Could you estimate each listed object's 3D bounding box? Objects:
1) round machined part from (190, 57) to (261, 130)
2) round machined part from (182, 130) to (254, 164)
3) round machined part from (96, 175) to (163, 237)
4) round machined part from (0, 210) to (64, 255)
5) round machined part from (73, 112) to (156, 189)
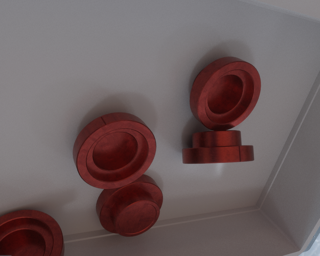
[{"bbox_3d":[0.082,-0.048,0.414,0.099,0.042,0.097,-14,123,-21],"label":"round machined part"},{"bbox_3d":[0.080,0.027,0.436,0.099,0.098,0.042,0,84,-29],"label":"round machined part"},{"bbox_3d":[-0.039,0.119,0.451,0.099,0.042,0.097,-14,125,-21],"label":"round machined part"},{"bbox_3d":[-0.165,0.151,0.368,0.099,0.098,0.042,-12,138,-22],"label":"round machined part"},{"bbox_3d":[-0.058,0.024,0.382,0.099,0.042,0.097,-14,125,-21],"label":"round machined part"}]
